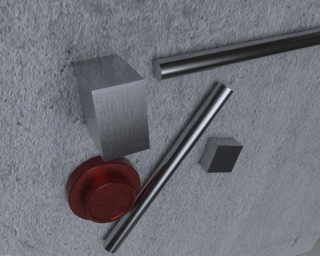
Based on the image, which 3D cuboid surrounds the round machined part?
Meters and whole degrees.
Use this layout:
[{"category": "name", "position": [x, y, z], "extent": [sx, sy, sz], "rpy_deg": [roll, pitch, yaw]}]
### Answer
[{"category": "round machined part", "position": [-0.071, 0.087, 0.412], "extent": [0.099, 0.042, 0.097], "rpy_deg": [-14, 125, -21]}]

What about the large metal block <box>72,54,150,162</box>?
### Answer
[{"category": "large metal block", "position": [-0.052, -0.024, 0.329], "extent": [0.050, 0.080, 0.079], "rpy_deg": [-16, 125, -20]}]

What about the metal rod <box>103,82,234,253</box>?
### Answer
[{"category": "metal rod", "position": [0.006, 0.064, 0.451], "extent": [0.025, 0.025, 0.299], "rpy_deg": [26, 104, -38]}]

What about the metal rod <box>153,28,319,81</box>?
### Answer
[{"category": "metal rod", "position": [0.133, -0.106, 0.416], "extent": [0.302, 0.025, 0.025], "rpy_deg": [-16, 125, -20]}]

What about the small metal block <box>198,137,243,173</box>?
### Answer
[{"category": "small metal block", "position": [0.096, 0.043, 0.488], "extent": [0.050, 0.025, 0.050], "rpy_deg": [4, 117, -31]}]
